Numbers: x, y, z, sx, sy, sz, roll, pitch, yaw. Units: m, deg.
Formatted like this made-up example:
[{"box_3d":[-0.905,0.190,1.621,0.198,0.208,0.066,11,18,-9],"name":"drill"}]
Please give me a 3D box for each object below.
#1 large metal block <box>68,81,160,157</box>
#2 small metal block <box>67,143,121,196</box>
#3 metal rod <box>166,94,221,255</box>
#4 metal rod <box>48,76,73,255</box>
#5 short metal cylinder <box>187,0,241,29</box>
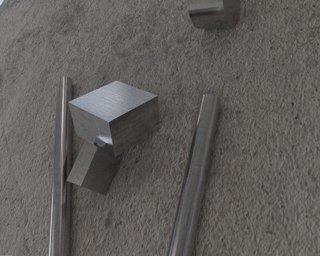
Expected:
[{"box_3d":[-0.058,-0.016,0.405,0.080,0.050,0.081,24,42,36],"name":"large metal block"},{"box_3d":[-0.083,0.054,0.396,0.025,0.050,0.050,10,71,33],"name":"small metal block"},{"box_3d":[0.029,0.095,0.330,0.025,0.025,0.300,1,62,28],"name":"metal rod"},{"box_3d":[-0.143,0.039,0.454,0.025,0.025,0.299,-21,54,15],"name":"metal rod"},{"box_3d":[0.078,-0.184,0.441,0.050,0.080,0.080,5,64,30],"name":"short metal cylinder"}]
